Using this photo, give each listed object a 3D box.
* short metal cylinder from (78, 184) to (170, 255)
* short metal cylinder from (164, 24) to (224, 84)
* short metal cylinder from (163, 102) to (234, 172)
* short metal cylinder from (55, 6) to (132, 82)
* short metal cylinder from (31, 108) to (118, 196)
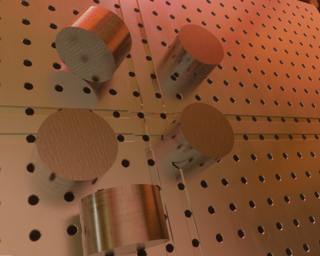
[{"bbox_3d":[-0.035,0.091,0.299,0.081,0.080,0.050,1,61,-28],"label":"short metal cylinder"},{"bbox_3d":[0.054,-0.118,0.495,0.081,0.050,0.080,14,56,-21],"label":"short metal cylinder"},{"bbox_3d":[0.051,0.013,0.413,0.081,0.050,0.080,14,56,-21],"label":"short metal cylinder"},{"bbox_3d":[-0.083,-0.105,0.393,0.080,0.080,0.050,32,52,-8],"label":"short metal cylinder"},{"bbox_3d":[-0.091,0.026,0.328,0.081,0.050,0.080,14,56,-21],"label":"short metal cylinder"}]
